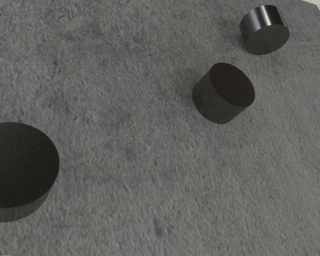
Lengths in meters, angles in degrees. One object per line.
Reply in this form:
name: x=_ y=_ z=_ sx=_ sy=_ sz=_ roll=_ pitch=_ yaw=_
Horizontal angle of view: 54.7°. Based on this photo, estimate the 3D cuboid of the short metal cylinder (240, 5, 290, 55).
short metal cylinder: x=0.199 y=-0.185 z=0.592 sx=0.081 sy=0.080 sz=0.050 roll=7 pitch=59 yaw=-25

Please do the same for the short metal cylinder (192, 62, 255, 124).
short metal cylinder: x=0.097 y=-0.053 z=0.474 sx=0.081 sy=0.050 sz=0.080 roll=14 pitch=56 yaw=-21

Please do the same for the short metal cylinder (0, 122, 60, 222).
short metal cylinder: x=-0.140 y=0.041 z=0.288 sx=0.081 sy=0.050 sz=0.080 roll=14 pitch=56 yaw=-21
